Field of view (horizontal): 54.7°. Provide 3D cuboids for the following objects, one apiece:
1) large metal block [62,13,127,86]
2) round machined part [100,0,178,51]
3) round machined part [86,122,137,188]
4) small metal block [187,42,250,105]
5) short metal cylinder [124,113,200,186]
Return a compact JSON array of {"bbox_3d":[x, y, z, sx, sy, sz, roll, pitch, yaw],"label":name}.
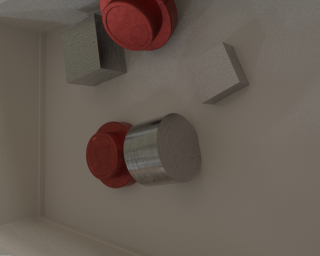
[{"bbox_3d":[-0.101,-0.114,0.471,0.080,0.050,0.080,-13,82,39],"label":"large metal block"},{"bbox_3d":[-0.031,-0.135,0.382,0.098,0.098,0.042,-4,46,39],"label":"round machined part"},{"bbox_3d":[-0.070,0.039,0.451,0.098,0.042,0.097,0,90,39],"label":"round machined part"},{"bbox_3d":[0.065,-0.061,0.352,0.050,0.025,0.050,-30,72,36],"label":"small metal block"},{"bbox_3d":[0.004,0.027,0.366,0.050,0.081,0.080,-15,80,39],"label":"short metal cylinder"}]
